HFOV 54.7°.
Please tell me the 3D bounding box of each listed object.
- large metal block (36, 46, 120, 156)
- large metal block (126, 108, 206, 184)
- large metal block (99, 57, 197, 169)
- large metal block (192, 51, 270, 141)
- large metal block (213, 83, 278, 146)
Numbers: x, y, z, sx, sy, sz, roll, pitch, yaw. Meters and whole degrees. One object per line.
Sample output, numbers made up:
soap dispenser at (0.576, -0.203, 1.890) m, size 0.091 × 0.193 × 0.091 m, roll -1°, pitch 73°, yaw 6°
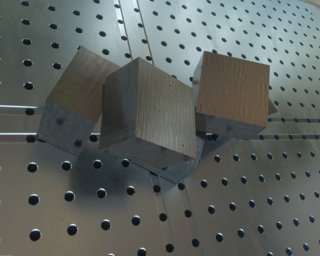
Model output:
large metal block at (-0.089, -0.028, 0.342) m, size 0.050 × 0.080 × 0.080 m, roll 27°, pitch 52°, yaw -12°
large metal block at (0.008, 0.012, 0.390) m, size 0.080 × 0.050 × 0.080 m, roll 28°, pitch 52°, yaw -11°
large metal block at (-0.010, -0.011, 0.311) m, size 0.080 × 0.050 × 0.080 m, roll 23°, pitch 57°, yaw -41°
large metal block at (0.081, -0.037, 0.371) m, size 0.081 × 0.050 × 0.080 m, roll 12°, pitch 68°, yaw -4°
large metal block at (0.107, -0.031, 0.452) m, size 0.050 × 0.080 × 0.080 m, roll -18°, pitch 71°, yaw -35°
